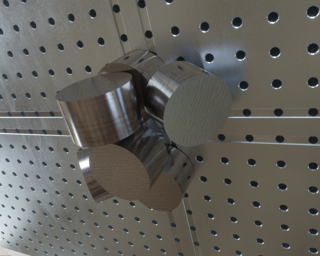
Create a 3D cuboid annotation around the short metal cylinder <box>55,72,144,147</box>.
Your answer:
[{"bbox_3d":[-0.062,-0.022,0.329,0.080,0.080,0.050,1,119,28],"label":"short metal cylinder"}]

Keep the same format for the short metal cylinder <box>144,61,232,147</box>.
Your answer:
[{"bbox_3d":[0.029,-0.027,0.335,0.050,0.081,0.079,-134,34,-53],"label":"short metal cylinder"}]

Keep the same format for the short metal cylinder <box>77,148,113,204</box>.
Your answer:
[{"bbox_3d":[-0.082,0.062,0.450,0.050,0.080,0.080,-21,114,-11],"label":"short metal cylinder"}]

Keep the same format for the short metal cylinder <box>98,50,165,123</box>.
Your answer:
[{"bbox_3d":[-0.032,-0.050,0.381,0.080,0.050,0.079,13,125,20],"label":"short metal cylinder"}]

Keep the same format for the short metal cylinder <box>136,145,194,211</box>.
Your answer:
[{"bbox_3d":[0.002,0.070,0.437,0.080,0.050,0.079,13,125,20],"label":"short metal cylinder"}]

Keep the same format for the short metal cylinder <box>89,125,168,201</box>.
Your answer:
[{"bbox_3d":[-0.037,0.040,0.374,0.080,0.050,0.079,13,124,21],"label":"short metal cylinder"}]
